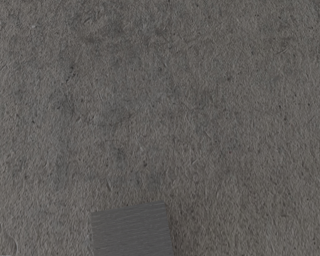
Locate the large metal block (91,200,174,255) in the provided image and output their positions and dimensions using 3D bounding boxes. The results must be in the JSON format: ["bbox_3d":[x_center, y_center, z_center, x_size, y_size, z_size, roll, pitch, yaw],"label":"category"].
[{"bbox_3d":[-0.028,0.130,0.347,0.081,0.050,0.080,-9,70,-4],"label":"large metal block"}]
